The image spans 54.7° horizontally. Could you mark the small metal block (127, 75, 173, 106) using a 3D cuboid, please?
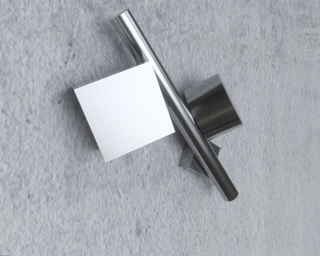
[{"bbox_3d":[-0.014,-0.049,0.396,0.050,0.025,0.050,16,80,-39],"label":"small metal block"}]

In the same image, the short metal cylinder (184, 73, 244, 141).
[{"bbox_3d":[0.075,-0.029,0.429,0.080,0.050,0.080,56,18,-27],"label":"short metal cylinder"}]

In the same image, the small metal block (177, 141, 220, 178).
[{"bbox_3d":[0.058,0.042,0.458,0.050,0.025,0.050,31,71,-36],"label":"small metal block"}]

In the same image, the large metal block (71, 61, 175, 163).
[{"bbox_3d":[-0.040,-0.021,0.336,0.081,0.050,0.080,-24,107,-13],"label":"large metal block"}]

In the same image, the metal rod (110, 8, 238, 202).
[{"bbox_3d":[0.031,-0.012,0.402,0.025,0.025,0.299,-49,119,-29],"label":"metal rod"}]
